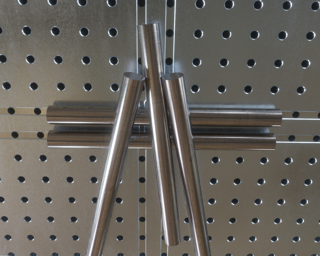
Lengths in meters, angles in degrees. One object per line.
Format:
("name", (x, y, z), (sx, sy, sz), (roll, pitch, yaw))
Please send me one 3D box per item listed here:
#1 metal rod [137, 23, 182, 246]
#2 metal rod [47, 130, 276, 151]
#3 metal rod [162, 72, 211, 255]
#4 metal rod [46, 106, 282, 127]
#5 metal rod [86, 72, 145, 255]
("metal rod", (0.003, 0.023, 0.396), (0.025, 0.025, 0.298), (-6, 110, 2))
("metal rod", (0.003, 0.017, 0.420), (0.302, 0.025, 0.025), (1, 110, -1))
("metal rod", (0.041, 0.071, 0.420), (0.025, 0.025, 0.298), (-10, 117, 3))
("metal rod", (0.007, -0.015, 0.408), (0.302, 0.025, 0.025), (1, 110, -1))
("metal rod", (-0.066, 0.069, 0.418), (0.025, 0.025, 0.298), (13, 117, -5))
